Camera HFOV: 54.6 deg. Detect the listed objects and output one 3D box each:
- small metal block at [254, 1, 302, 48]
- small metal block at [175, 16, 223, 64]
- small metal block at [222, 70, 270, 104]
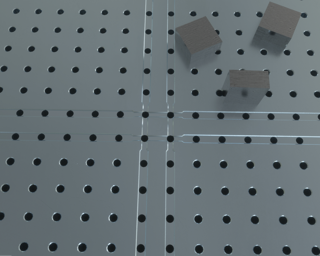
[{"bbox_3d":[0.178,-0.156,0.470,0.050,0.025,0.050,24,72,8],"label":"small metal block"},{"bbox_3d":[0.056,-0.131,0.460,0.050,0.025,0.050,-24,72,-9],"label":"small metal block"},{"bbox_3d":[0.114,-0.054,0.419,0.050,0.050,0.025,2,70,1],"label":"small metal block"}]
